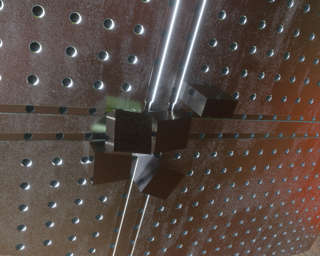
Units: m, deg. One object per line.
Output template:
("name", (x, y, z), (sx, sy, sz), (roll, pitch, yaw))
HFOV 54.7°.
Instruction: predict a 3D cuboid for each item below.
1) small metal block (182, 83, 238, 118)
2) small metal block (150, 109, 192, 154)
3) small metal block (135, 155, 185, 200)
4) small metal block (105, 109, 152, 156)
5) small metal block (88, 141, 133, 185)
("small metal block", (0.065, -0.036, 0.410), (0.050, 0.050, 0.025), (1, 118, -29))
("small metal block", (0.012, 0.004, 0.422), (0.050, 0.025, 0.050), (-8, 122, -25))
("small metal block", (0.000, 0.075, 0.459), (0.050, 0.025, 0.050), (28, 103, -38))
("small metal block", (-0.038, 0.007, 0.380), (0.050, 0.025, 0.050), (9, 75, -33))
("small metal block", (-0.065, 0.043, 0.404), (0.050, 0.025, 0.050), (-5, 121, -26))
